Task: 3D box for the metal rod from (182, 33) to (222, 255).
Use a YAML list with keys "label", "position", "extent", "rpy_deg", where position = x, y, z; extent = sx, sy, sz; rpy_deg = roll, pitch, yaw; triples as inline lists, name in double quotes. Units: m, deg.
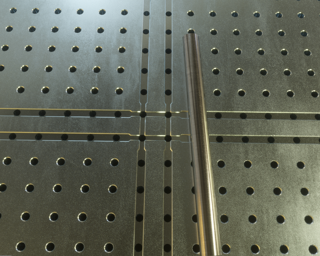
- label: "metal rod"
  position: [0.052, 0.007, 0.409]
  extent: [0.025, 0.025, 0.299]
  rpy_deg: [-2, 70, -1]
